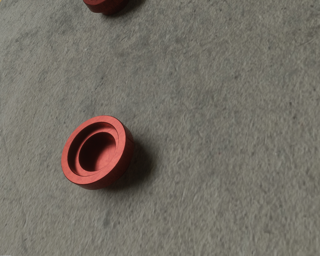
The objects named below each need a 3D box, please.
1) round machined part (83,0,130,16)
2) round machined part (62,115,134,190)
[{"bbox_3d":[-0.096,-0.258,0.600,0.098,0.042,0.098,-13,56,20],"label":"round machined part"},{"bbox_3d":[-0.077,0.035,0.410,0.098,0.042,0.098,-13,56,20],"label":"round machined part"}]
